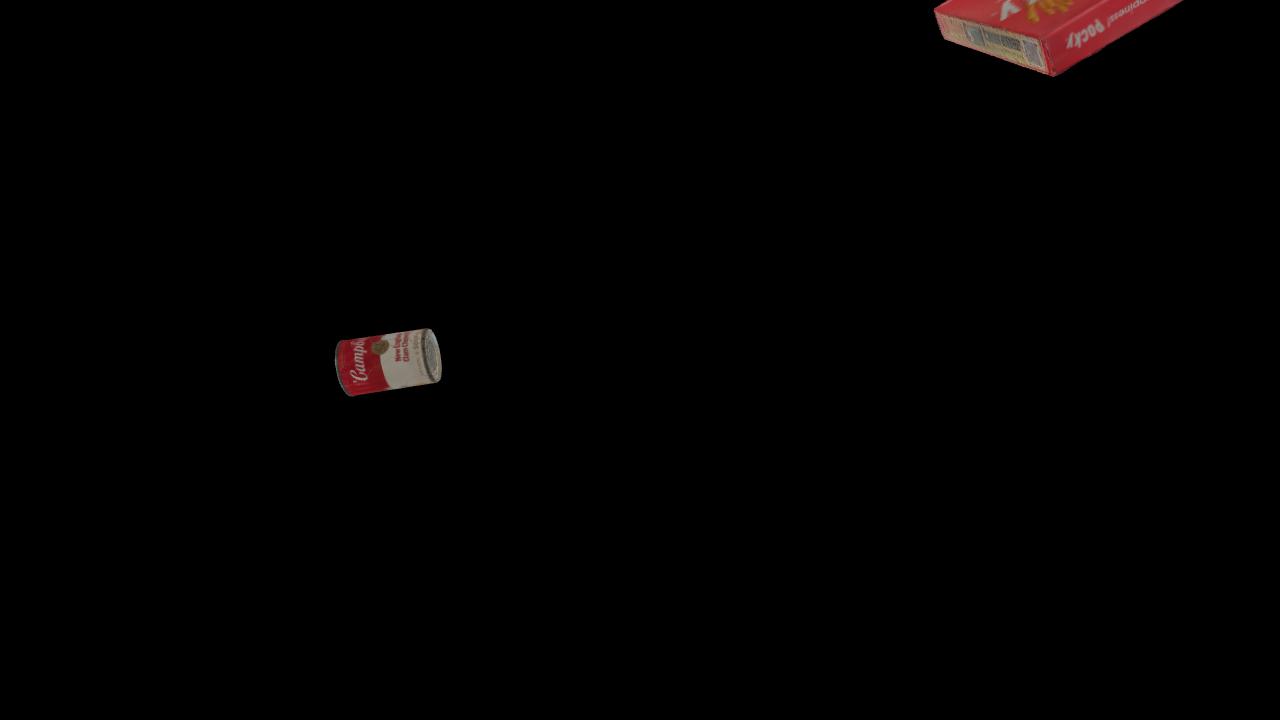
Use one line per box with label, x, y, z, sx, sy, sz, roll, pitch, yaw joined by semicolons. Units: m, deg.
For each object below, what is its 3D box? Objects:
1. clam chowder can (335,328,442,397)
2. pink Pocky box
clam chowder can;-0.294;0.002;0.726;0.102;0.068;0.068;-9;1;-5
pink Pocky box;0.268;-0.236;0.403;0.084;0.029;0.155;-29;31;18
